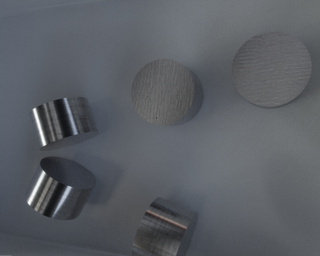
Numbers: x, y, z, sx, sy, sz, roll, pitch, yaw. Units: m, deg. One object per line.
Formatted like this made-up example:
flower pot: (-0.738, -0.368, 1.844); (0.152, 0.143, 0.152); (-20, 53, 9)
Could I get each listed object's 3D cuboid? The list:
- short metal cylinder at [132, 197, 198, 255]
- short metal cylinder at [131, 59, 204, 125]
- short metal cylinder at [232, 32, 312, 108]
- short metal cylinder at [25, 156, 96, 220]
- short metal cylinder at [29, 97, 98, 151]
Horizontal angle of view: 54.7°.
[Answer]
short metal cylinder: (0.008, 0.131, 0.378); (0.050, 0.080, 0.080); (19, 96, 19)
short metal cylinder: (0.011, -0.043, 0.393); (0.080, 0.050, 0.080); (0, 90, 20)
short metal cylinder: (0.126, -0.063, 0.353); (0.080, 0.050, 0.080); (0, 90, 20)
short metal cylinder: (-0.136, 0.082, 0.429); (0.080, 0.080, 0.050); (31, 100, 17)
short metal cylinder: (-0.132, -0.005, 0.428); (0.080, 0.080, 0.050); (-21, 83, 19)
